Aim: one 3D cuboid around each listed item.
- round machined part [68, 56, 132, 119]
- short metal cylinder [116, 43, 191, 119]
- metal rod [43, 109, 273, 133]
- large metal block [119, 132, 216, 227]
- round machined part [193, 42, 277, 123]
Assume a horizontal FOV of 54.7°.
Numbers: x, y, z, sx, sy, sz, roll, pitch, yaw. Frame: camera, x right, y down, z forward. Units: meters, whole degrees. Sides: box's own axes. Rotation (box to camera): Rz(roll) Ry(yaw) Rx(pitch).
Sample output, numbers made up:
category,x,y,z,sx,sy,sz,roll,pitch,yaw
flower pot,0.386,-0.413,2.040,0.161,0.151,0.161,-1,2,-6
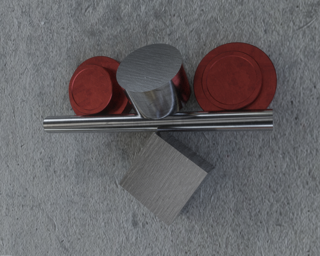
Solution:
category,x,y,z,sx,sy,sz,roll,pitch,yaw
round machined part,-0.086,-0.052,0.431,0.098,0.042,0.097,0,90,20
short metal cylinder,-0.006,-0.057,0.379,0.080,0.050,0.080,-10,52,13
metal rod,-0.017,-0.007,0.393,0.301,0.025,0.025,-1,90,19
large metal block,0.010,0.060,0.391,0.080,0.050,0.080,37,102,16
round machined part,0.088,-0.054,0.370,0.098,0.042,0.097,0,90,20
